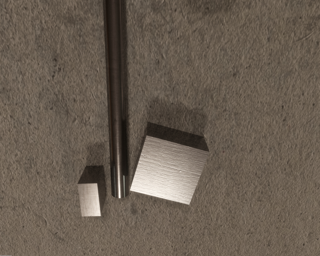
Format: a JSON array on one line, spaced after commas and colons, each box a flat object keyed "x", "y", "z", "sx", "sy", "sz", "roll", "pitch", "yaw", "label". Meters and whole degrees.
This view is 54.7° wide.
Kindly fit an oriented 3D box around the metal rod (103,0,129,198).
[{"x": -0.054, "y": -0.046, "z": 0.391, "sx": 0.025, "sy": 0.025, "sz": 0.298, "roll": 1, "pitch": 110, "yaw": -1, "label": "metal rod"}]

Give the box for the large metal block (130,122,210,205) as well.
[{"x": 0.011, "y": 0.046, "z": 0.414, "sx": 0.080, "sy": 0.050, "sz": 0.079, "roll": 15, "pitch": 109, "yaw": -6, "label": "large metal block"}]

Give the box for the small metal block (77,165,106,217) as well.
[{"x": -0.092, "y": 0.086, "z": 0.427, "sx": 0.025, "sy": 0.050, "sz": 0.050, "roll": -2, "pitch": 110, "yaw": 0, "label": "small metal block"}]
